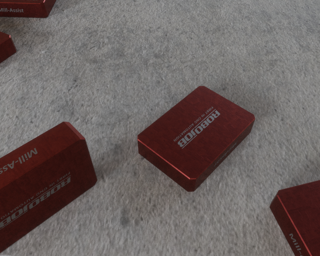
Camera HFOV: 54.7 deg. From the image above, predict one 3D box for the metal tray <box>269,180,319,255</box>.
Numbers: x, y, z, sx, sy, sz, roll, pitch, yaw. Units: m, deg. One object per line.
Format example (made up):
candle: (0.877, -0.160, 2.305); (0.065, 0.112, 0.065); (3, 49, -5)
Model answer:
metal tray: (0.181, 0.115, 0.306); (0.091, 0.030, 0.130); (-11, 51, -10)

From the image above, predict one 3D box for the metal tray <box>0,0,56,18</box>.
metal tray: (-0.279, -0.256, 0.611); (0.131, 0.030, 0.090); (2, 50, 1)

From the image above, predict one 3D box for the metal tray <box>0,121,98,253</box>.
metal tray: (-0.130, 0.061, 0.307); (0.131, 0.089, 0.030); (-35, 59, -26)

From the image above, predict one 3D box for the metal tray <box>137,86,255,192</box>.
metal tray: (0.047, 0.007, 0.394); (0.090, 0.030, 0.131); (35, 58, 25)

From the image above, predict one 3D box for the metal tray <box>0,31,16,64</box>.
metal tray: (-0.319, -0.135, 0.509); (0.130, 0.030, 0.090); (23, 54, 18)
